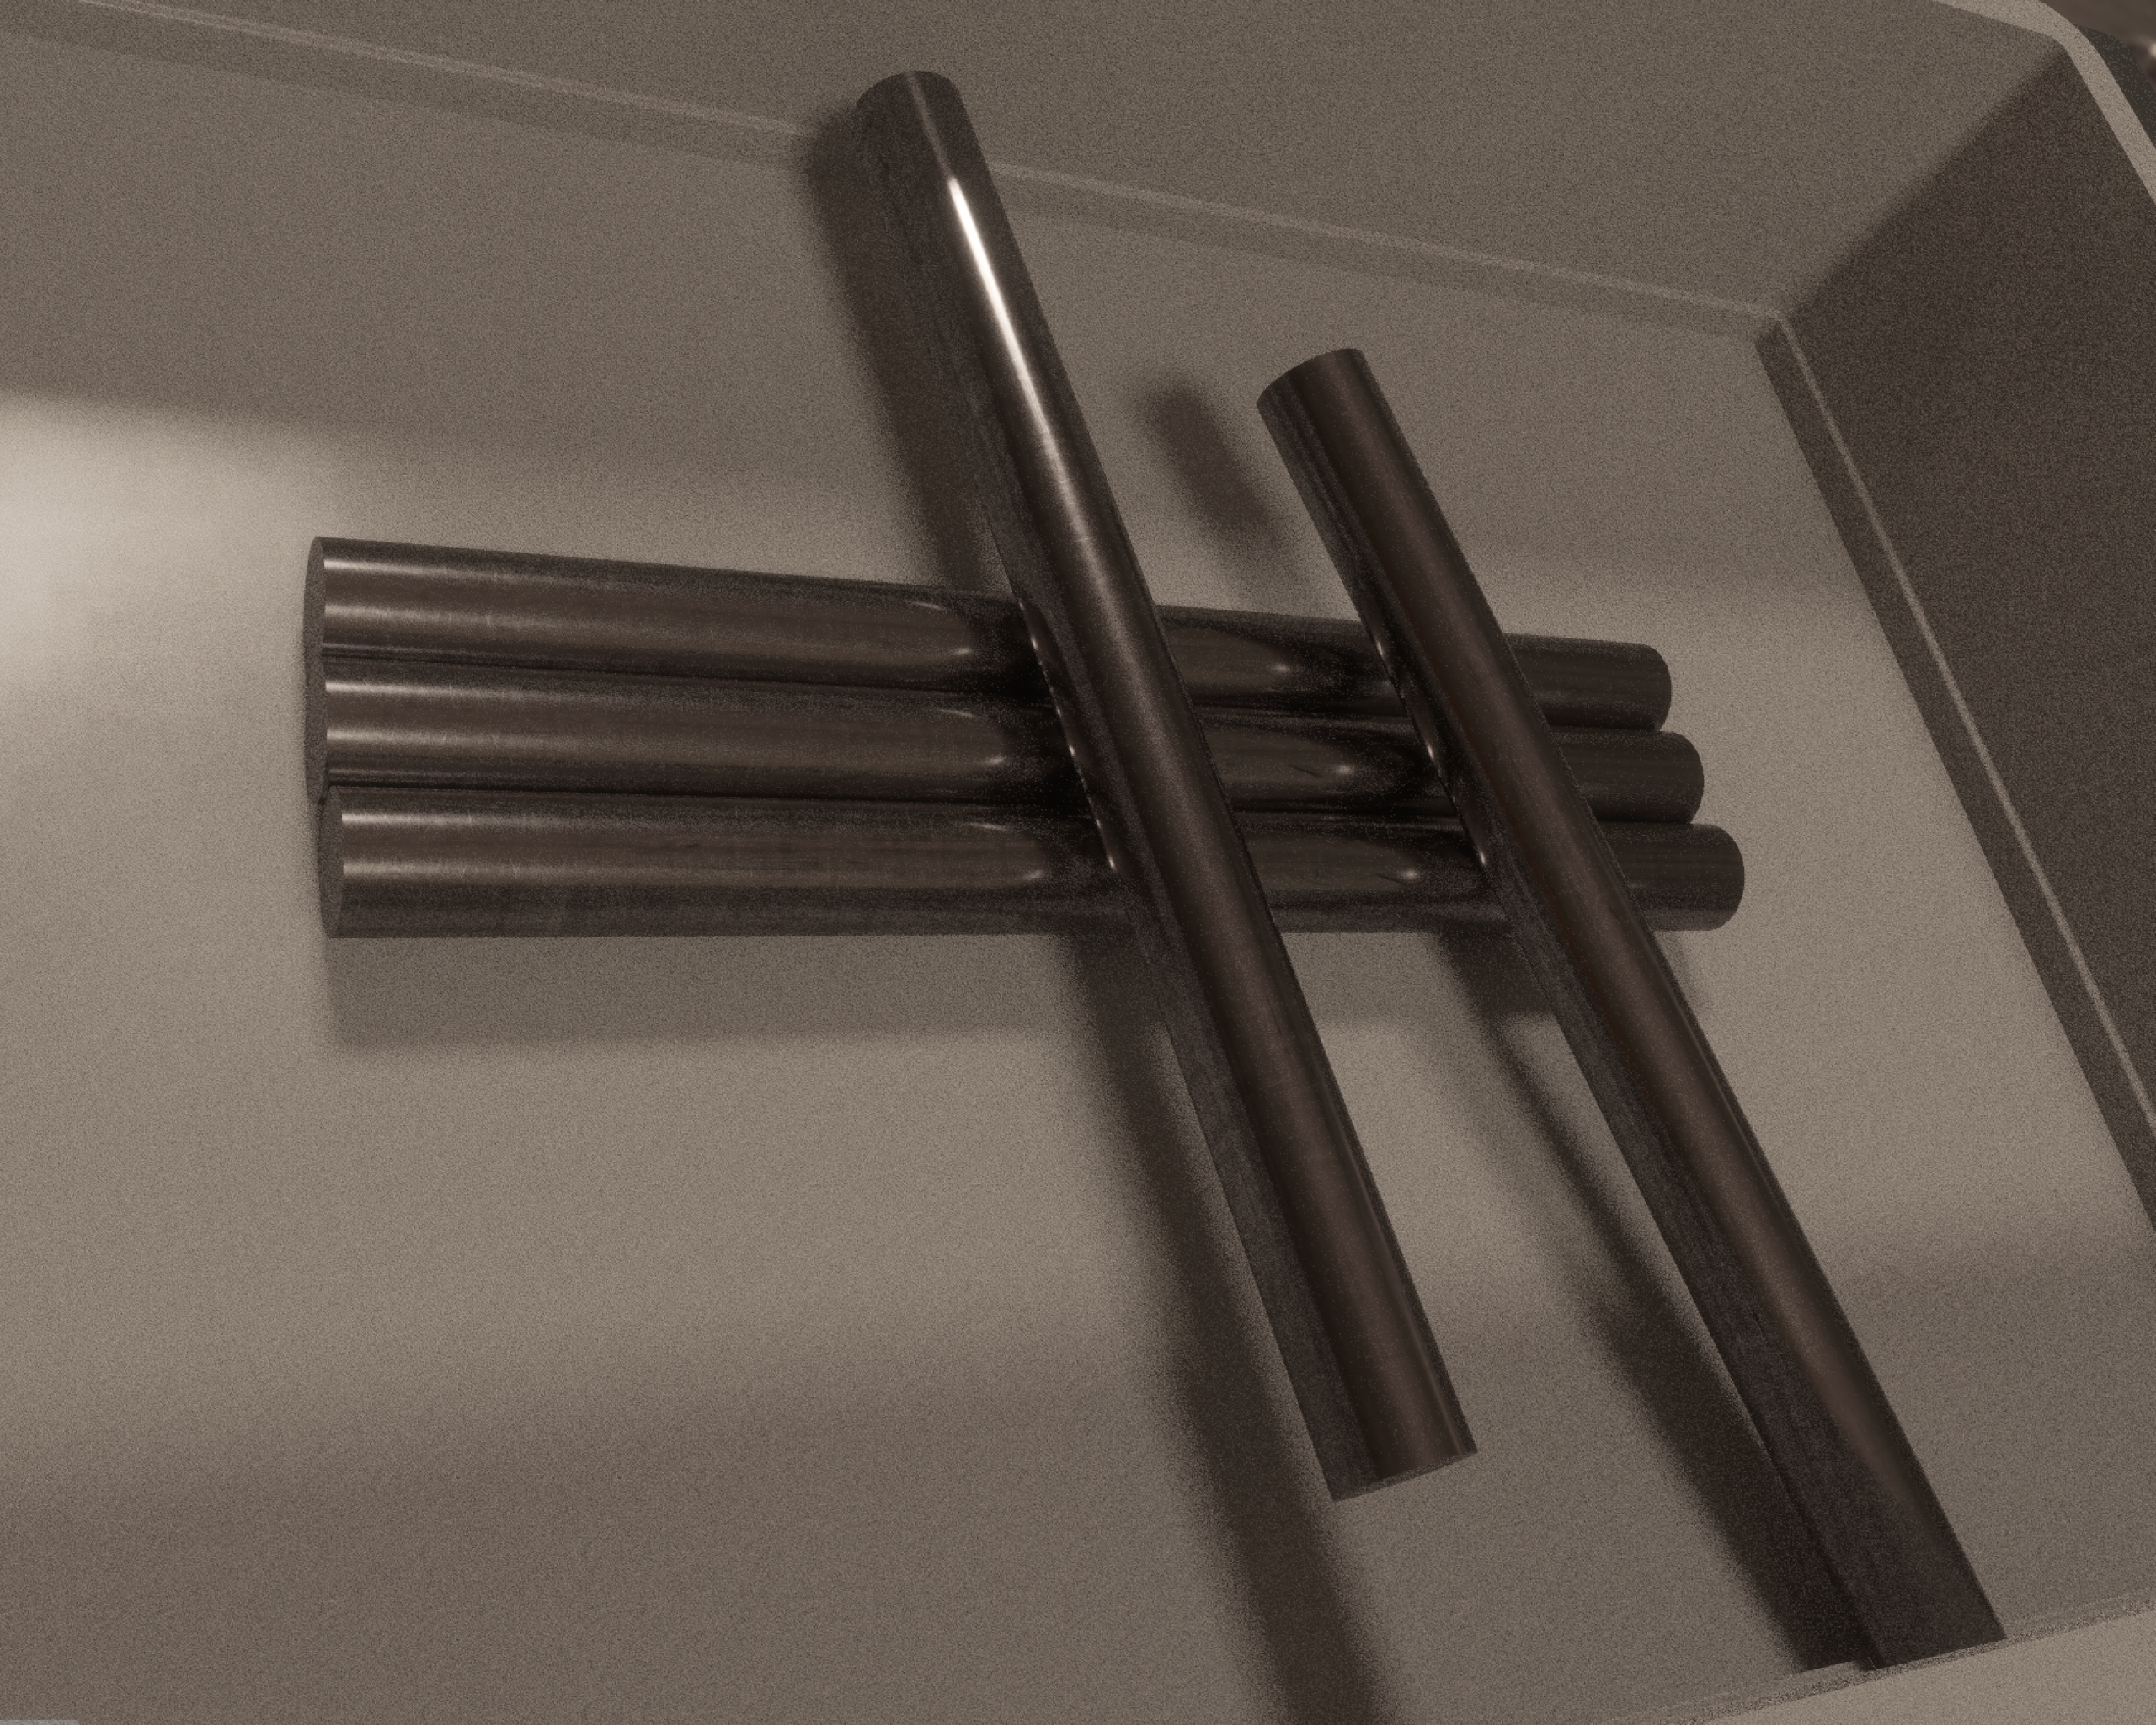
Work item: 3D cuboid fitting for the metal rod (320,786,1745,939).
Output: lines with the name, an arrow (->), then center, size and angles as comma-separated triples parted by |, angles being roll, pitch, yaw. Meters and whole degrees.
metal rod -> 0.012, 0.002, 0.411 | 0.303, 0.025, 0.025 | 1, 62, -28

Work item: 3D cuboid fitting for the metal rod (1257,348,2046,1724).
metal rod -> 0.110, 0.031, 0.421 | 0.025, 0.025, 0.299 | -17, 78, -35

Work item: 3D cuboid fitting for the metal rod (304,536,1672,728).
metal rod -> 0.001, -0.042, 0.432 | 0.303, 0.025, 0.025 | 1, 62, -28

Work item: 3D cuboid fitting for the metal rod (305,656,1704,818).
metal rod -> 0.006, -0.020, 0.421 | 0.303, 0.025, 0.025 | 1, 62, -28

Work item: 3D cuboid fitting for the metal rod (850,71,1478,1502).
metal rod -> 0.008, -0.031, 0.396 | 0.025, 0.025, 0.299 | -5, 64, -31
